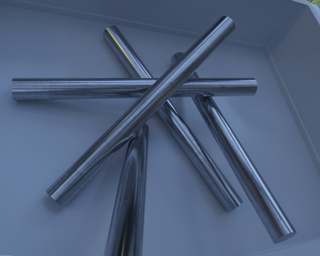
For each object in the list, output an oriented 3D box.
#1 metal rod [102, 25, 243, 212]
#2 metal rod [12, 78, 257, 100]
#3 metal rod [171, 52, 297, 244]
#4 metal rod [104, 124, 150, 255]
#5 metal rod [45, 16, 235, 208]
[{"bbox_3d":[0.012,-0.020,0.423,0.025,0.025,0.299,-27,76,-37],"label":"metal rod"},{"bbox_3d":[-0.018,-0.050,0.387,0.302,0.025,0.025,-3,63,-16],"label":"metal rod"},{"bbox_3d":[0.077,0.000,0.399,0.025,0.025,0.299,0,47,-28],"label":"metal rod"},{"bbox_3d":[-0.025,0.062,0.255,0.025,0.025,0.300,27,20,-11],"label":"metal rod"},{"bbox_3d":[-0.008,-0.033,0.358,0.025,0.025,0.301,43,71,1],"label":"metal rod"}]
